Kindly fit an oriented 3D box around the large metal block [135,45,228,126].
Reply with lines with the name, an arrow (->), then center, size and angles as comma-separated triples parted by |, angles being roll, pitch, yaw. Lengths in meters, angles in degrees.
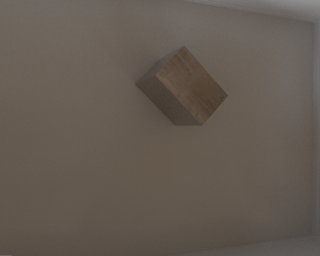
large metal block -> 0.024, -0.048, 0.391 | 0.080, 0.080, 0.050 | 45, 76, -15
